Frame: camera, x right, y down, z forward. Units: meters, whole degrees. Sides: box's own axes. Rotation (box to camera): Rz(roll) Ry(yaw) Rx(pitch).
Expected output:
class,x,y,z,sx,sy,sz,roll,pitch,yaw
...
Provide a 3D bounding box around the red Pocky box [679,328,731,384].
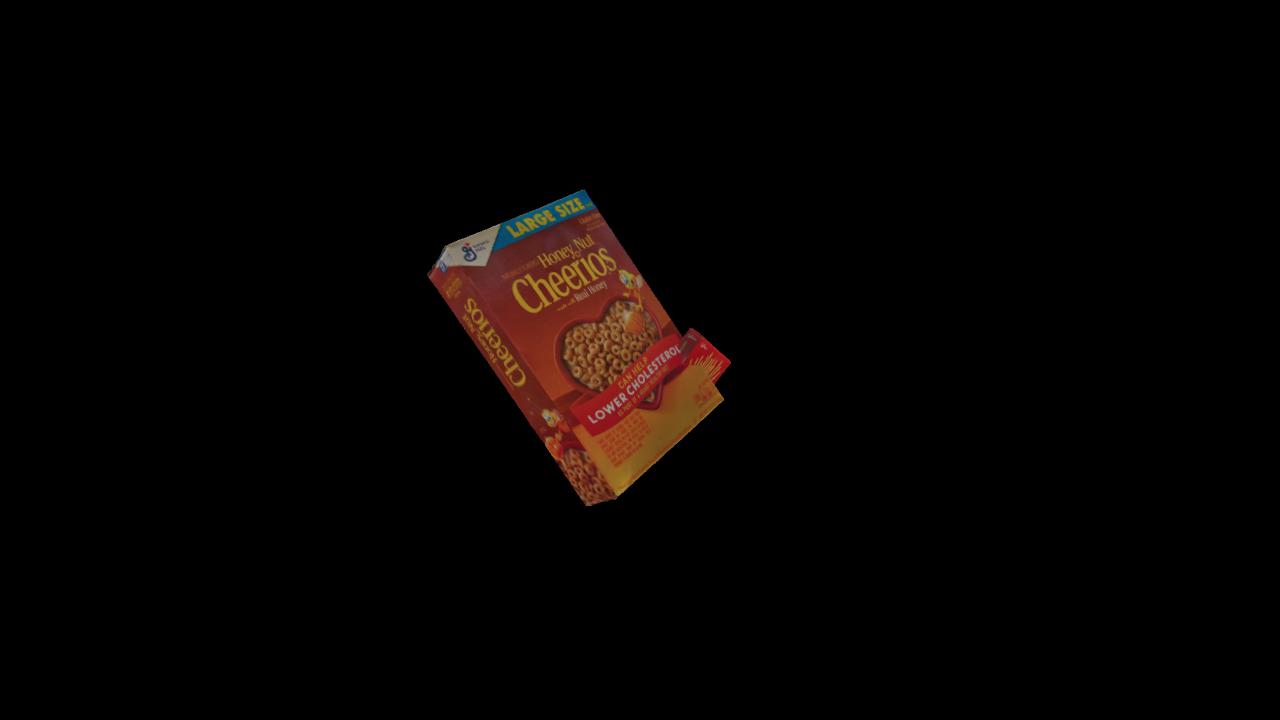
class,x,y,z,sx,sy,sz,roll,pitch,yaw
red Pocky box,0.041,0.042,0.746,0.028,0.155,0.083,39,3,41

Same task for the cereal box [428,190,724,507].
class,x,y,z,sx,sy,sz,roll,pitch,yaw
cereal box,-0.062,-0.022,0.688,0.203,0.306,0.081,-35,3,-40
